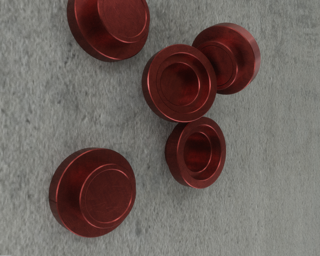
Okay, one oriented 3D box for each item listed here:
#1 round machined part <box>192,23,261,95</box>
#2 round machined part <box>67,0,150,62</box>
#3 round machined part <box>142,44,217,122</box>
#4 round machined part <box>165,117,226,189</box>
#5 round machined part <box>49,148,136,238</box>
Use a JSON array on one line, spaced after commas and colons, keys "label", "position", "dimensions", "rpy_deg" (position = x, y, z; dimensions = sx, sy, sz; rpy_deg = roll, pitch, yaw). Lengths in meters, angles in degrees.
[{"label": "round machined part", "position": [0.083, -0.091, 0.426], "dimensions": [0.042, 0.098, 0.097], "rpy_deg": [-37, 114, -43]}, {"label": "round machined part", "position": [-0.050, -0.127, 0.353], "dimensions": [0.099, 0.042, 0.097], "rpy_deg": [0, 90, -40]}, {"label": "round machined part", "position": [0.022, -0.056, 0.403], "dimensions": [0.099, 0.042, 0.097], "rpy_deg": [0, 89, -25]}, {"label": "round machined part", "position": [0.046, 0.033, 0.434], "dimensions": [0.099, 0.042, 0.097], "rpy_deg": [0, 90, -40]}, {"label": "round machined part", "position": [-0.066, 0.071, 0.340], "dimensions": [0.099, 0.042, 0.097], "rpy_deg": [0, 90, -40]}]
